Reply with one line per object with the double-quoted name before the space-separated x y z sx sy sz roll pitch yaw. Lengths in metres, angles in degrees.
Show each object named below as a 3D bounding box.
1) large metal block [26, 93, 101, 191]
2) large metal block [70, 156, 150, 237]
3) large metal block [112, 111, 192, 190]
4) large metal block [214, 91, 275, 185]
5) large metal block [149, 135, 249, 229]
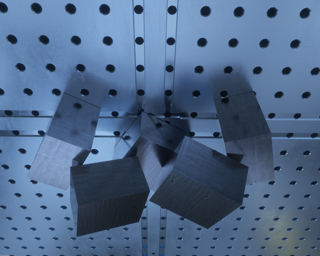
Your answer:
"large metal block" -0.119 0.017 0.388 0.050 0.080 0.080 24 126 -19
"large metal block" -0.065 0.084 0.380 0.081 0.050 0.079 -7 141 -22
"large metal block" -0.011 0.035 0.424 0.080 0.050 0.080 26 125 -21
"large metal block" 0.105 0.014 0.389 0.050 0.080 0.080 -13 129 10
"large metal block" 0.043 0.066 0.361 0.080 0.050 0.080 27 140 -3
